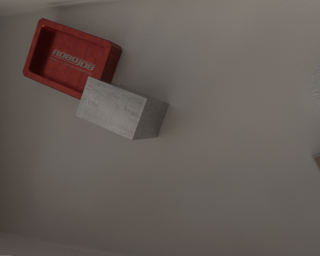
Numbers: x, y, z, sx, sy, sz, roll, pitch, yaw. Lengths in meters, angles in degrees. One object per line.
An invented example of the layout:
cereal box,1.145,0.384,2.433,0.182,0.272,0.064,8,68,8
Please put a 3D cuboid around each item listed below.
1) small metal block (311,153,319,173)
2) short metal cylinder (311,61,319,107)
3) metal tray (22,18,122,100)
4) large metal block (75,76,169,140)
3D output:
small metal block,0.204,0.045,0.339,0.050,0.025,0.050,-27,82,17
short metal cylinder,0.203,-0.044,0.313,0.080,0.050,0.079,-1,88,40
metal tray,-0.130,-0.097,0.451,0.130,0.030,0.089,23,97,18
large metal block,-0.045,-0.024,0.396,0.080,0.080,0.050,22,98,18
